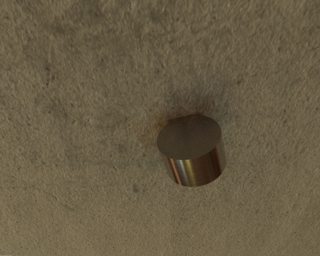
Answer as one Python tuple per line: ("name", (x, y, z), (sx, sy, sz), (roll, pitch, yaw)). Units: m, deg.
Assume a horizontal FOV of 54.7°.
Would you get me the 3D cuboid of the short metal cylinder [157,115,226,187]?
("short metal cylinder", (0.041, 0.028, 0.396), (0.080, 0.080, 0.050), (-11, 129, 9))
